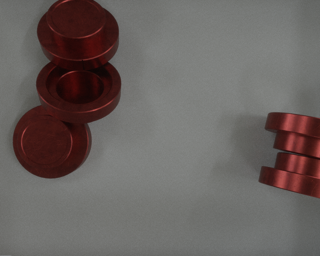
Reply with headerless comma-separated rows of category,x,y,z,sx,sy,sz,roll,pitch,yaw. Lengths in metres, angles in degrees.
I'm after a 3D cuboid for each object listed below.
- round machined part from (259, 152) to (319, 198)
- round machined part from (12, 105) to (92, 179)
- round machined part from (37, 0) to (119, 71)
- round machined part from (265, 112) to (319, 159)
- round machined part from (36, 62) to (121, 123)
round machined part,0.174,0.057,0.376,0.099,0.098,0.042,13,86,0
round machined part,-0.142,0.017,0.402,0.099,0.042,0.097,0,90,0
round machined part,-0.100,-0.122,0.382,0.099,0.042,0.098,3,63,-6
round machined part,0.177,0.013,0.376,0.099,0.098,0.042,13,90,0
round machined part,-0.099,-0.044,0.386,0.099,0.042,0.098,5,53,-6
